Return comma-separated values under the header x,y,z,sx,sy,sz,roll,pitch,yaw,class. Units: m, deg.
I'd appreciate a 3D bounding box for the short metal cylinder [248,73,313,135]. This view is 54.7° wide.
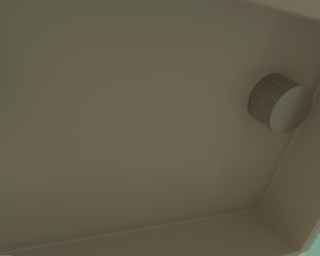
x,y,z,sx,sy,sz,roll,pitch,yaw,class
0.183,-0.037,0.472,0.081,0.050,0.079,-14,125,-21,short metal cylinder
